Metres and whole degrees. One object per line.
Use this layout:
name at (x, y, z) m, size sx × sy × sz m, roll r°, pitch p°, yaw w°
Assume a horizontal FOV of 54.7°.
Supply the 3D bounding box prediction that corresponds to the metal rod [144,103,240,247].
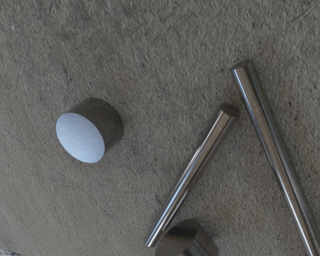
metal rod at (0.032, 0.087, 0.443) m, size 0.025 × 0.025 × 0.298 m, roll 30°, pitch 128°, yaw 8°

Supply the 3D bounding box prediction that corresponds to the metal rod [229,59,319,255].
metal rod at (0.150, 0.061, 0.365) m, size 0.025 × 0.025 × 0.299 m, roll -16°, pitch 111°, yaw 34°

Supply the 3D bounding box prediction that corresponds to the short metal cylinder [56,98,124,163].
short metal cylinder at (-0.100, 0.003, 0.445) m, size 0.080 × 0.050 × 0.079 m, roll 13°, pitch 124°, yaw 21°

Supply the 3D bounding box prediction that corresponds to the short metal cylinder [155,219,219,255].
short metal cylinder at (0.040, 0.184, 0.464) m, size 0.080 × 0.080 × 0.050 m, roll -31°, pitch 101°, yaw 38°
